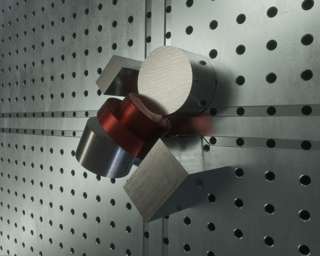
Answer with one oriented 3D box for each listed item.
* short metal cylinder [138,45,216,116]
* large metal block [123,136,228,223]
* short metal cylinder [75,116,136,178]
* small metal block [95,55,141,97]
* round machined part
[{"bbox_3d":[0.020,-0.055,0.375,0.080,0.050,0.079,0,90,39],"label":"short metal cylinder"},{"bbox_3d":[0.018,0.056,0.357,0.050,0.081,0.080,51,120,27],"label":"large metal block"},{"bbox_3d":[-0.070,0.025,0.428,0.080,0.081,0.050,38,113,33],"label":"short metal cylinder"},{"bbox_3d":[-0.053,-0.071,0.434,0.050,0.050,0.025,-49,61,28],"label":"small metal block"},{"bbox_3d":[-0.024,-0.006,0.380,0.042,0.098,0.098,-49,61,14],"label":"round machined part"}]
